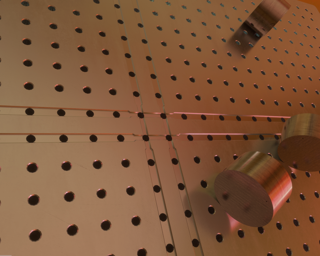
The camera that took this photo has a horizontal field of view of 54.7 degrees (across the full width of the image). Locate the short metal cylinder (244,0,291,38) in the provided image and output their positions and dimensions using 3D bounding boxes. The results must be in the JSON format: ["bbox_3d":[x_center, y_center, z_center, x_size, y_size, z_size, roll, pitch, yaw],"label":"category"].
[{"bbox_3d":[0.220,-0.235,0.638,0.050,0.080,0.080,40,51,-1],"label":"short metal cylinder"}]

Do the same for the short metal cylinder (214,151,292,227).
[{"bbox_3d":[0.116,0.076,0.391,0.050,0.080,0.080,-31,79,-38],"label":"short metal cylinder"}]

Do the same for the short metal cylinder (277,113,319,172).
[{"bbox_3d":[0.231,0.023,0.486,0.080,0.080,0.050,35,51,-5],"label":"short metal cylinder"}]
